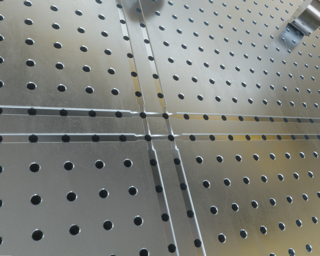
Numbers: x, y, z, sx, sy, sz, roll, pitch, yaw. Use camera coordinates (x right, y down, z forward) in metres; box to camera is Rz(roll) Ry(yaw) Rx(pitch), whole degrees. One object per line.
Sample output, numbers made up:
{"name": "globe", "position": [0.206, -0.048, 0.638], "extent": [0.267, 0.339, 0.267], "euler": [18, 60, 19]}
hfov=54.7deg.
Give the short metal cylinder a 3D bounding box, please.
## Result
{"name": "short metal cylinder", "position": [0.349, -0.263, 0.721], "extent": [0.050, 0.080, 0.080], "euler": [36, 51, -4]}
